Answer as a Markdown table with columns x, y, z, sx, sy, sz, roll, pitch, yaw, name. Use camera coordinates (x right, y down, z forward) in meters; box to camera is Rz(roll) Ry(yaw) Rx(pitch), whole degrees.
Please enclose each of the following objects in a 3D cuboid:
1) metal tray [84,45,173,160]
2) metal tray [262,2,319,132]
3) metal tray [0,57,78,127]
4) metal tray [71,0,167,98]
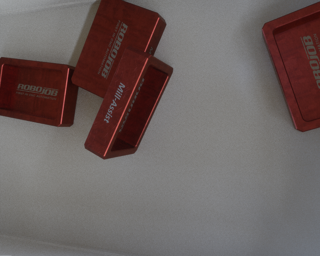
| x | y | z | sx | sy | sz | roll | pitch | yaw | name |
| --- | --- | --- | --- | --- | --- | --- | --- | --- | --- |
| -0.035 | -0.028 | 0.387 | 0.030 | 0.090 | 0.129 | 28 | 99 | 17 | metal tray |
| 0.178 | -0.069 | 0.345 | 0.090 | 0.030 | 0.129 | -18 | 84 | 18 | metal tray |
| -0.190 | -0.056 | 0.472 | 0.130 | 0.030 | 0.089 | 10 | 93 | 19 | metal tray |
| -0.058 | -0.104 | 0.427 | 0.090 | 0.030 | 0.129 | 26 | 98 | 17 | metal tray |
